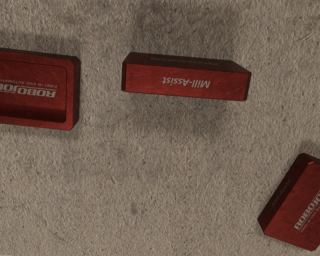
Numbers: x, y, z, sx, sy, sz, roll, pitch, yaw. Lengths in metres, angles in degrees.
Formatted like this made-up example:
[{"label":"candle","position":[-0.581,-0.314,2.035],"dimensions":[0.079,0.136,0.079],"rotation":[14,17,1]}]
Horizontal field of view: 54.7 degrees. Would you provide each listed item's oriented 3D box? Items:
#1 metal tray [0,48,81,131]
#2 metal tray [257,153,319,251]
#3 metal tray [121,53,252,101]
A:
[{"label":"metal tray","position":[-0.169,-0.049,0.386],"dimensions":[0.131,0.030,0.089],"rotation":[6,110,-3]},{"label":"metal tray","position":[0.215,0.110,0.451],"dimensions":[0.090,0.030,0.129],"rotation":[22,108,-9]},{"label":"metal tray","position":[0.026,-0.061,0.352],"dimensions":[0.131,0.090,0.030],"rotation":[4,110,-2]}]
